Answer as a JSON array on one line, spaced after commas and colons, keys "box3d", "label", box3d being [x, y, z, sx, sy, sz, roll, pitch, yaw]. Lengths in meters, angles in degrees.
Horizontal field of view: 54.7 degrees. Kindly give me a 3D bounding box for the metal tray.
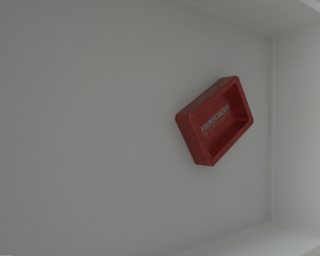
[{"box3d": [0.089, -0.013, 0.480, 0.131, 0.030, 0.090, -39, 114, -33], "label": "metal tray"}]
